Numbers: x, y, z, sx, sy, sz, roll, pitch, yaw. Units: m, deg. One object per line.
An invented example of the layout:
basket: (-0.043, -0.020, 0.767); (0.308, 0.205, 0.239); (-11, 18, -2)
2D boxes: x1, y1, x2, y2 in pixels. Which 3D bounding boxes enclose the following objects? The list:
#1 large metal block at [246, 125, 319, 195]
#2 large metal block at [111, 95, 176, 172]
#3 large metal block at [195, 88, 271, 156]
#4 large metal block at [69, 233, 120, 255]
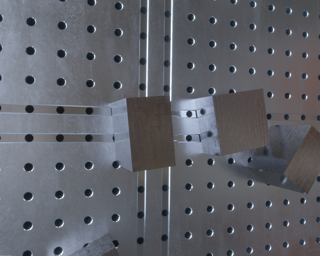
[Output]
large metal block: (0.188, 0.043, 0.455); (0.050, 0.080, 0.080); (38, 78, -17)
large metal block: (-0.023, 0.005, 0.376); (0.050, 0.080, 0.079); (-6, 92, -20)
large metal block: (0.102, -0.009, 0.439); (0.081, 0.050, 0.079); (-10, 94, -20)
large metal block: (-0.079, 0.190, 0.371); (0.081, 0.050, 0.080); (-25, 99, -19)
